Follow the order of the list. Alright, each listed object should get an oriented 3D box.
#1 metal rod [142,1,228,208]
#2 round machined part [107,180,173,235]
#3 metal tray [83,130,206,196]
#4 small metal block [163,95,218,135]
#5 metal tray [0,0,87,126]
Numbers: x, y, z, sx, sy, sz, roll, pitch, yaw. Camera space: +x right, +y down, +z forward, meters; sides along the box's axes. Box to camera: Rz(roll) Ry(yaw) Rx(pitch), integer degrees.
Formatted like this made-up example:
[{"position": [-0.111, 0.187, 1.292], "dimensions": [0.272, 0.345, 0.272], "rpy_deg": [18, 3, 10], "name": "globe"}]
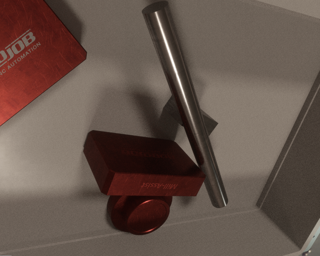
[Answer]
[{"position": [0.042, 0.000, 0.368], "dimensions": [0.025, 0.025, 0.299], "rpy_deg": [-31, 129, -9], "name": "metal rod"}, {"position": [-0.025, 0.119, 0.460], "dimensions": [0.099, 0.042, 0.097], "rpy_deg": [-14, 125, -21], "name": "round machined part"}, {"position": [-0.019, 0.044, 0.384], "dimensions": [0.131, 0.090, 0.030], "rpy_deg": [9, 114, -33], "name": "metal tray"}, {"position": [0.040, -0.016, 0.406], "dimensions": [0.050, 0.050, 0.025], "rpy_deg": [25, 104, -38], "name": "small metal block"}, {"position": [-0.147, -0.064, 0.286], "dimensions": [0.130, 0.030, 0.090], "rpy_deg": [-39, 130, -2], "name": "metal tray"}]
